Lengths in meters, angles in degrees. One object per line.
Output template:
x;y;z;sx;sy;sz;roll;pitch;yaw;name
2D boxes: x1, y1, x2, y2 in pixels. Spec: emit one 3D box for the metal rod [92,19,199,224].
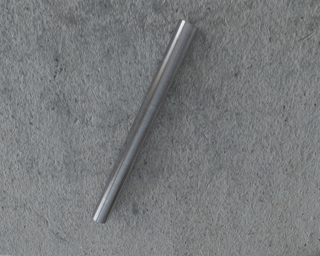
-0.027;0.004;0.411;0.025;0.025;0.298;23;108;-8;metal rod
